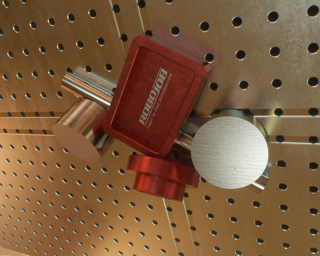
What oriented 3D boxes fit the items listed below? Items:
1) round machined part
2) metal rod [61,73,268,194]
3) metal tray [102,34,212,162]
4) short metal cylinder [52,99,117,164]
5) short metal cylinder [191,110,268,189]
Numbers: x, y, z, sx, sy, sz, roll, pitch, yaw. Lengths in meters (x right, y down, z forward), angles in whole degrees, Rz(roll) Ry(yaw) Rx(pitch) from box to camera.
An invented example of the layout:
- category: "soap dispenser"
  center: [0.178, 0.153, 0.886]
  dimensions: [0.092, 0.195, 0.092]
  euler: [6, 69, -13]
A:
- category: "round machined part"
  center: [0.001, 0.069, 0.407]
  dimensions: [0.098, 0.042, 0.098]
  euler: [13, 166, 4]
- category: "metal rod"
  center: [-0.001, 0.002, 0.413]
  dimensions: [0.301, 0.025, 0.025]
  euler: [28, 128, 10]
- category: "metal tray"
  center: [-0.007, -0.034, 0.372]
  dimensions: [0.090, 0.030, 0.129]
  euler: [28, 115, 10]
- category: "short metal cylinder"
  center: [-0.103, 0.005, 0.437]
  dimensions: [0.080, 0.050, 0.080]
  euler: [23, 146, 17]
- category: "short metal cylinder"
  center: [0.080, 0.022, 0.351]
  dimensions: [0.080, 0.050, 0.079]
  euler: [4, 102, 16]
